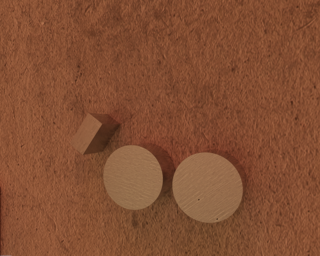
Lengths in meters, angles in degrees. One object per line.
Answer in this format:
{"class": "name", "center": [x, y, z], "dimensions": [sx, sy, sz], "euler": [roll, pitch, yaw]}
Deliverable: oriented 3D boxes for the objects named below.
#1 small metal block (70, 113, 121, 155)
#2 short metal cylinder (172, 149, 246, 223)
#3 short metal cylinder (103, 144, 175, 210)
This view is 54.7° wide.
{"class": "small metal block", "center": [-0.088, 0.008, 0.427], "dimensions": [0.025, 0.050, 0.050], "euler": [37, 102, 16]}
{"class": "short metal cylinder", "center": [0.061, 0.067, 0.374], "dimensions": [0.080, 0.050, 0.080], "euler": [0, 90, 20]}
{"class": "short metal cylinder", "center": [-0.026, 0.061, 0.405], "dimensions": [0.080, 0.050, 0.080], "euler": [0, 90, 20]}
